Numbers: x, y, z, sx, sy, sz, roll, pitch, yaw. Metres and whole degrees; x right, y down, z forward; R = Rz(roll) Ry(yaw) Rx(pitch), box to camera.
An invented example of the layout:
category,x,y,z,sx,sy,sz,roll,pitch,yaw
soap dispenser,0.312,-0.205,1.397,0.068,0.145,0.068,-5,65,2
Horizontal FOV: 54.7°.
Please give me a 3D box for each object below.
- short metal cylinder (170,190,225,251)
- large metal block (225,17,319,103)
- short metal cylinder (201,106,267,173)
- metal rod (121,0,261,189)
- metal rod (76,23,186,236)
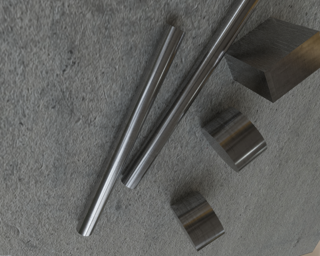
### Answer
category,x,y,z,sx,sy,sz,roll,pitch,yaw
short metal cylinder,0.058,0.147,0.494,0.050,0.080,0.080,-30,129,-9
large metal block,0.142,-0.089,0.394,0.080,0.080,0.050,-37,129,-4
short metal cylinder,0.103,0.016,0.438,0.050,0.080,0.080,-39,129,-2
metal rod,0.036,-0.046,0.398,0.025,0.025,0.299,24,106,-37
metal rod,-0.044,0.016,0.392,0.025,0.025,0.298,14,111,-34
